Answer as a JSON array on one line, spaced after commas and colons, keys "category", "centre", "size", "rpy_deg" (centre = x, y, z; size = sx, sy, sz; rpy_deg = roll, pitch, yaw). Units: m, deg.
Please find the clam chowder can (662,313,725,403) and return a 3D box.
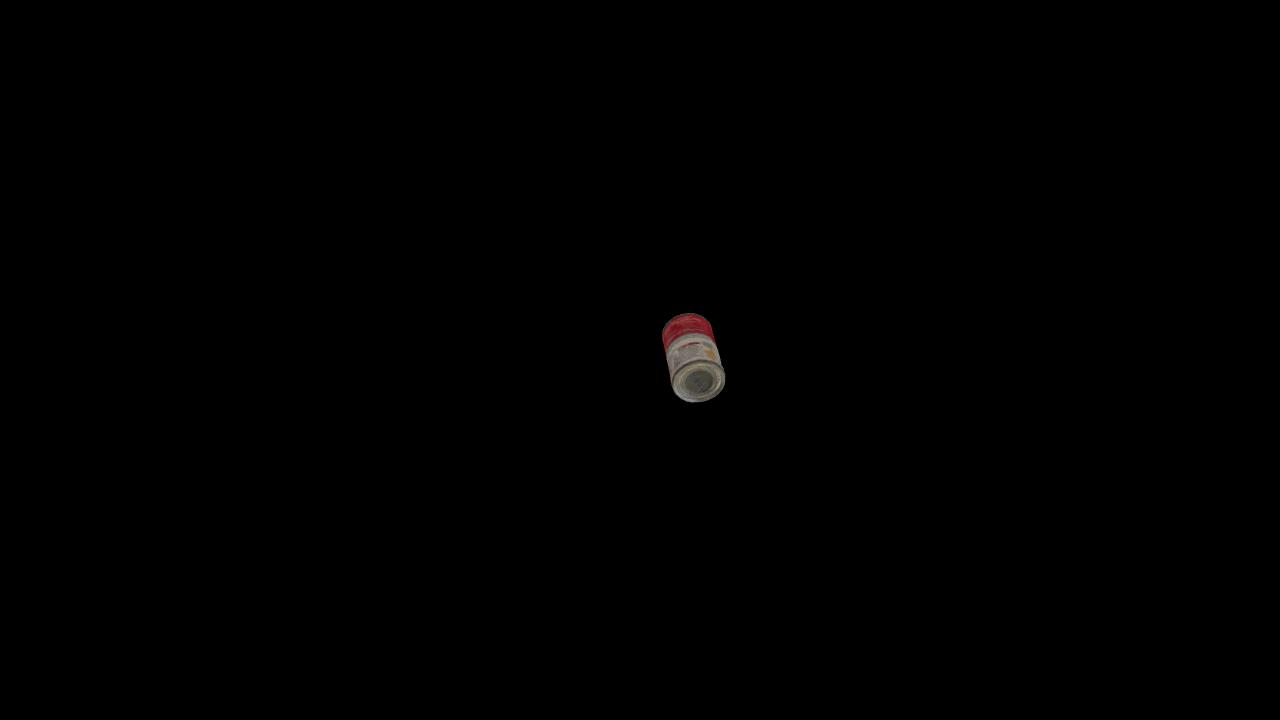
[{"category": "clam chowder can", "centre": [0.067, -0.004, 0.776], "size": [0.068, 0.068, 0.102], "rpy_deg": [0, 38, -6]}]
